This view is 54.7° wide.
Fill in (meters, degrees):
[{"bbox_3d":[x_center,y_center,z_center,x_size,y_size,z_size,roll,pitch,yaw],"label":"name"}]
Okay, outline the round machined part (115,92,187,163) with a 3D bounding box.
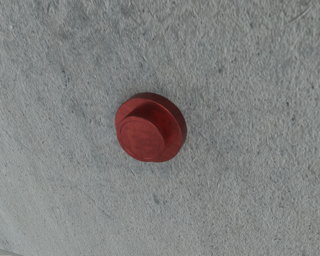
[{"bbox_3d":[-0.018,0.006,0.408,0.098,0.042,0.097,13,124,20],"label":"round machined part"}]
